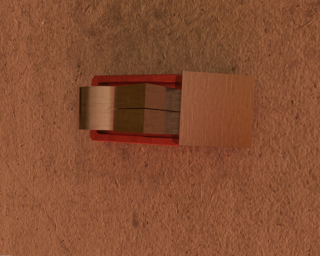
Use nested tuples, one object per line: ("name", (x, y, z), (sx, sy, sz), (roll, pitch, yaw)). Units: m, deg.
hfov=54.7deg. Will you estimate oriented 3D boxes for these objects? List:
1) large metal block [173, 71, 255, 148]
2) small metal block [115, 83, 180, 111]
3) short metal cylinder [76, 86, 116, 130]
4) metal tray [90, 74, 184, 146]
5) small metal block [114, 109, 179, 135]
("large metal block", (0.060, -0.020, 0.360), (0.081, 0.050, 0.079), (3, 91, -6))
("small metal block", (-0.014, -0.033, 0.346), (0.050, 0.050, 0.025), (3, 90, 46))
("short metal cylinder", (-0.063, -0.023, 0.390), (0.080, 0.080, 0.050), (1, 91, 20))
("metal tray", (-0.029, -0.025, 0.417), (0.130, 0.030, 0.089), (2, 91, 19))
("small metal block", (-0.015, -0.007, 0.346), (0.050, 0.050, 0.025), (3, 90, 46))
